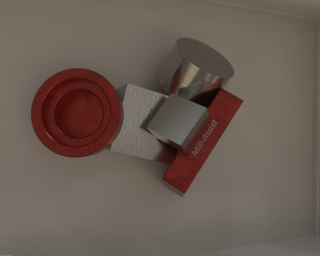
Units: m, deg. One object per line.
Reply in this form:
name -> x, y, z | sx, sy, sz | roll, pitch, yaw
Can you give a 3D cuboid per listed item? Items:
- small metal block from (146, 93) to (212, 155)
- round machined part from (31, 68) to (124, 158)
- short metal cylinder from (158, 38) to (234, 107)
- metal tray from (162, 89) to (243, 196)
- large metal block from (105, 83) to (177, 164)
small metal block -> 0.022, -0.005, 0.350 | 0.050, 0.050, 0.025 | -54, 145, -12
round machined part -> -0.090, -0.015, 0.355 | 0.099, 0.042, 0.097 | 0, 85, 2
short metal cylinder -> 0.045, -0.069, 0.391 | 0.081, 0.080, 0.050 | 17, 129, -20
metal tray -> 0.052, 0.023, 0.393 | 0.030, 0.090, 0.130 | 32, 78, 10
large metal block -> -0.019, -0.003, 0.390 | 0.081, 0.050, 0.080 | 16, 85, -20
